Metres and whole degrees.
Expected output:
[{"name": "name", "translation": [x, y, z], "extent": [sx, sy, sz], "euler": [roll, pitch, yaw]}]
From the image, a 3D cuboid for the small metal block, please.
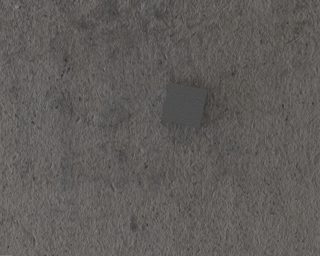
[{"name": "small metal block", "translation": [0.031, -0.030, 0.410], "extent": [0.050, 0.025, 0.050], "euler": [12, 90, 0]}]
